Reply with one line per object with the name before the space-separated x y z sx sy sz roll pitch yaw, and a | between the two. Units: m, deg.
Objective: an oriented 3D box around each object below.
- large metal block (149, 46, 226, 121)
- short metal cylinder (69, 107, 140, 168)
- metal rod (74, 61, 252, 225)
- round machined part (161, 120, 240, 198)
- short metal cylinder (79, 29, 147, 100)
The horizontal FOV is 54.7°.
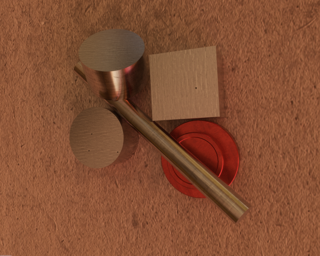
large metal block | 0.035 -0.050 0.382 0.080 0.050 0.080 -3 89 20
short metal cylinder | -0.075 0.012 0.424 0.080 0.050 0.080 0 90 20
metal rod | -0.015 0.000 0.380 0.300 0.025 0.025 41 103 28
round machined part | 0.047 0.039 0.384 0.098 0.042 0.097 0 90 20
short metal cylinder | -0.058 -0.082 0.397 0.080 0.050 0.080 -1 53 2
